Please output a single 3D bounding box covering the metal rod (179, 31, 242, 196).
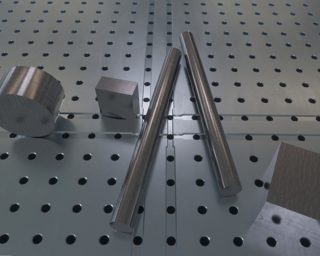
[{"bbox_3d":[0.063,-0.043,0.444,0.025,0.025,0.300,-5,50,-4],"label":"metal rod"}]

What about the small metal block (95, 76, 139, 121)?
[{"bbox_3d":[-0.057,-0.040,0.424,0.050,0.050,0.025,11,51,9],"label":"small metal block"}]

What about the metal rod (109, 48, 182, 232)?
[{"bbox_3d":[-0.008,-0.009,0.415,0.025,0.025,0.300,10,51,8],"label":"metal rod"}]

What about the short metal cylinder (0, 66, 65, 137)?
[{"bbox_3d":[-0.169,-0.032,0.398,0.080,0.080,0.050,2,50,2],"label":"short metal cylinder"}]

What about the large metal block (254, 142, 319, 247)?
[{"bbox_3d":[0.156,0.071,0.332,0.080,0.050,0.080,19,53,15],"label":"large metal block"}]
